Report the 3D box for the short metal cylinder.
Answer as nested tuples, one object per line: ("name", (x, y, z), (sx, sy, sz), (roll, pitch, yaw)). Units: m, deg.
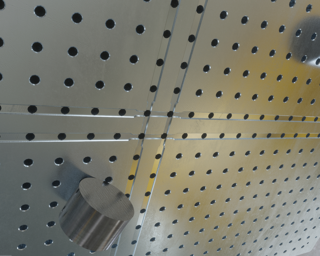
("short metal cylinder", (-0.081, 0.109, 0.399), (0.080, 0.080, 0.050), (26, 104, -37))
